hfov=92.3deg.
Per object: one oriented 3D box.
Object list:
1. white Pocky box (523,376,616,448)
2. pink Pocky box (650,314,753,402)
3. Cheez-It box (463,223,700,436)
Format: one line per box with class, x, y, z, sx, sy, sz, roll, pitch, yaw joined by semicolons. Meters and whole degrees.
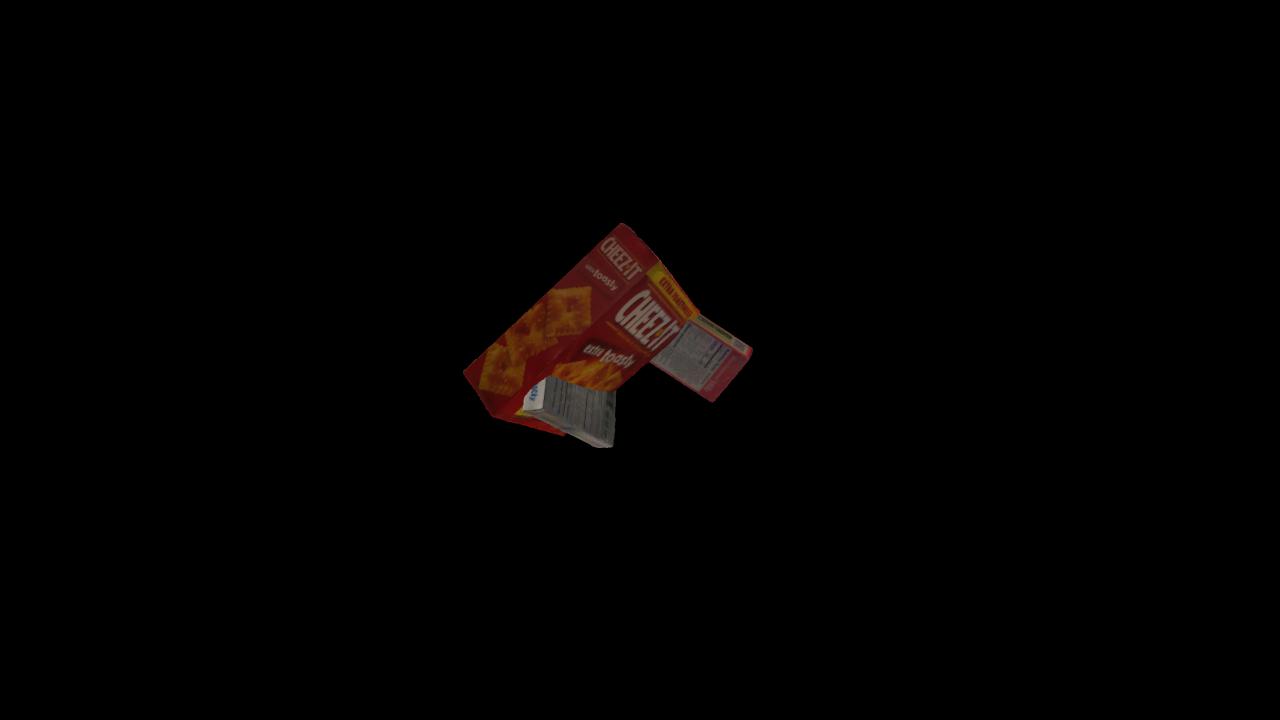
white Pocky box;-0.069;0.037;0.660;0.028;0.084;0.154;-6;-23;23
pink Pocky box;0.046;-0.022;0.728;0.155;0.084;0.029;33;38;-1
Cheez-It box;-0.053;-0.020;0.661;0.223;0.071;0.166;-42;-22;5
